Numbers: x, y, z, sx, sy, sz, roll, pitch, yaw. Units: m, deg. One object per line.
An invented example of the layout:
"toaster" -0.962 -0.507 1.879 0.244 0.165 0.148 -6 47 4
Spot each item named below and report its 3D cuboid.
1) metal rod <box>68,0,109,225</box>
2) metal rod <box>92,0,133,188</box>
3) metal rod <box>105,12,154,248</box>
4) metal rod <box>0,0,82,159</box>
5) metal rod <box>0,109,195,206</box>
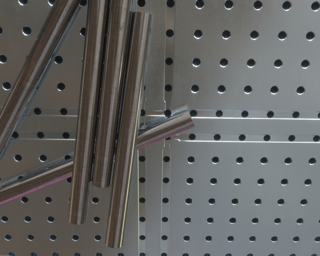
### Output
"metal rod" -0.090 -0.019 0.386 0.025 0.025 0.298 8 103 -4
"metal rod" -0.055 -0.070 0.371 0.025 0.025 0.298 8 104 -3
"metal rod" -0.041 0.011 0.392 0.025 0.025 0.298 8 101 -3
"metal rod" -0.158 -0.070 0.385 0.025 0.025 0.299 31 107 -11
"metal rod" -0.096 0.043 0.428 0.301 0.025 0.025 -22 109 7
